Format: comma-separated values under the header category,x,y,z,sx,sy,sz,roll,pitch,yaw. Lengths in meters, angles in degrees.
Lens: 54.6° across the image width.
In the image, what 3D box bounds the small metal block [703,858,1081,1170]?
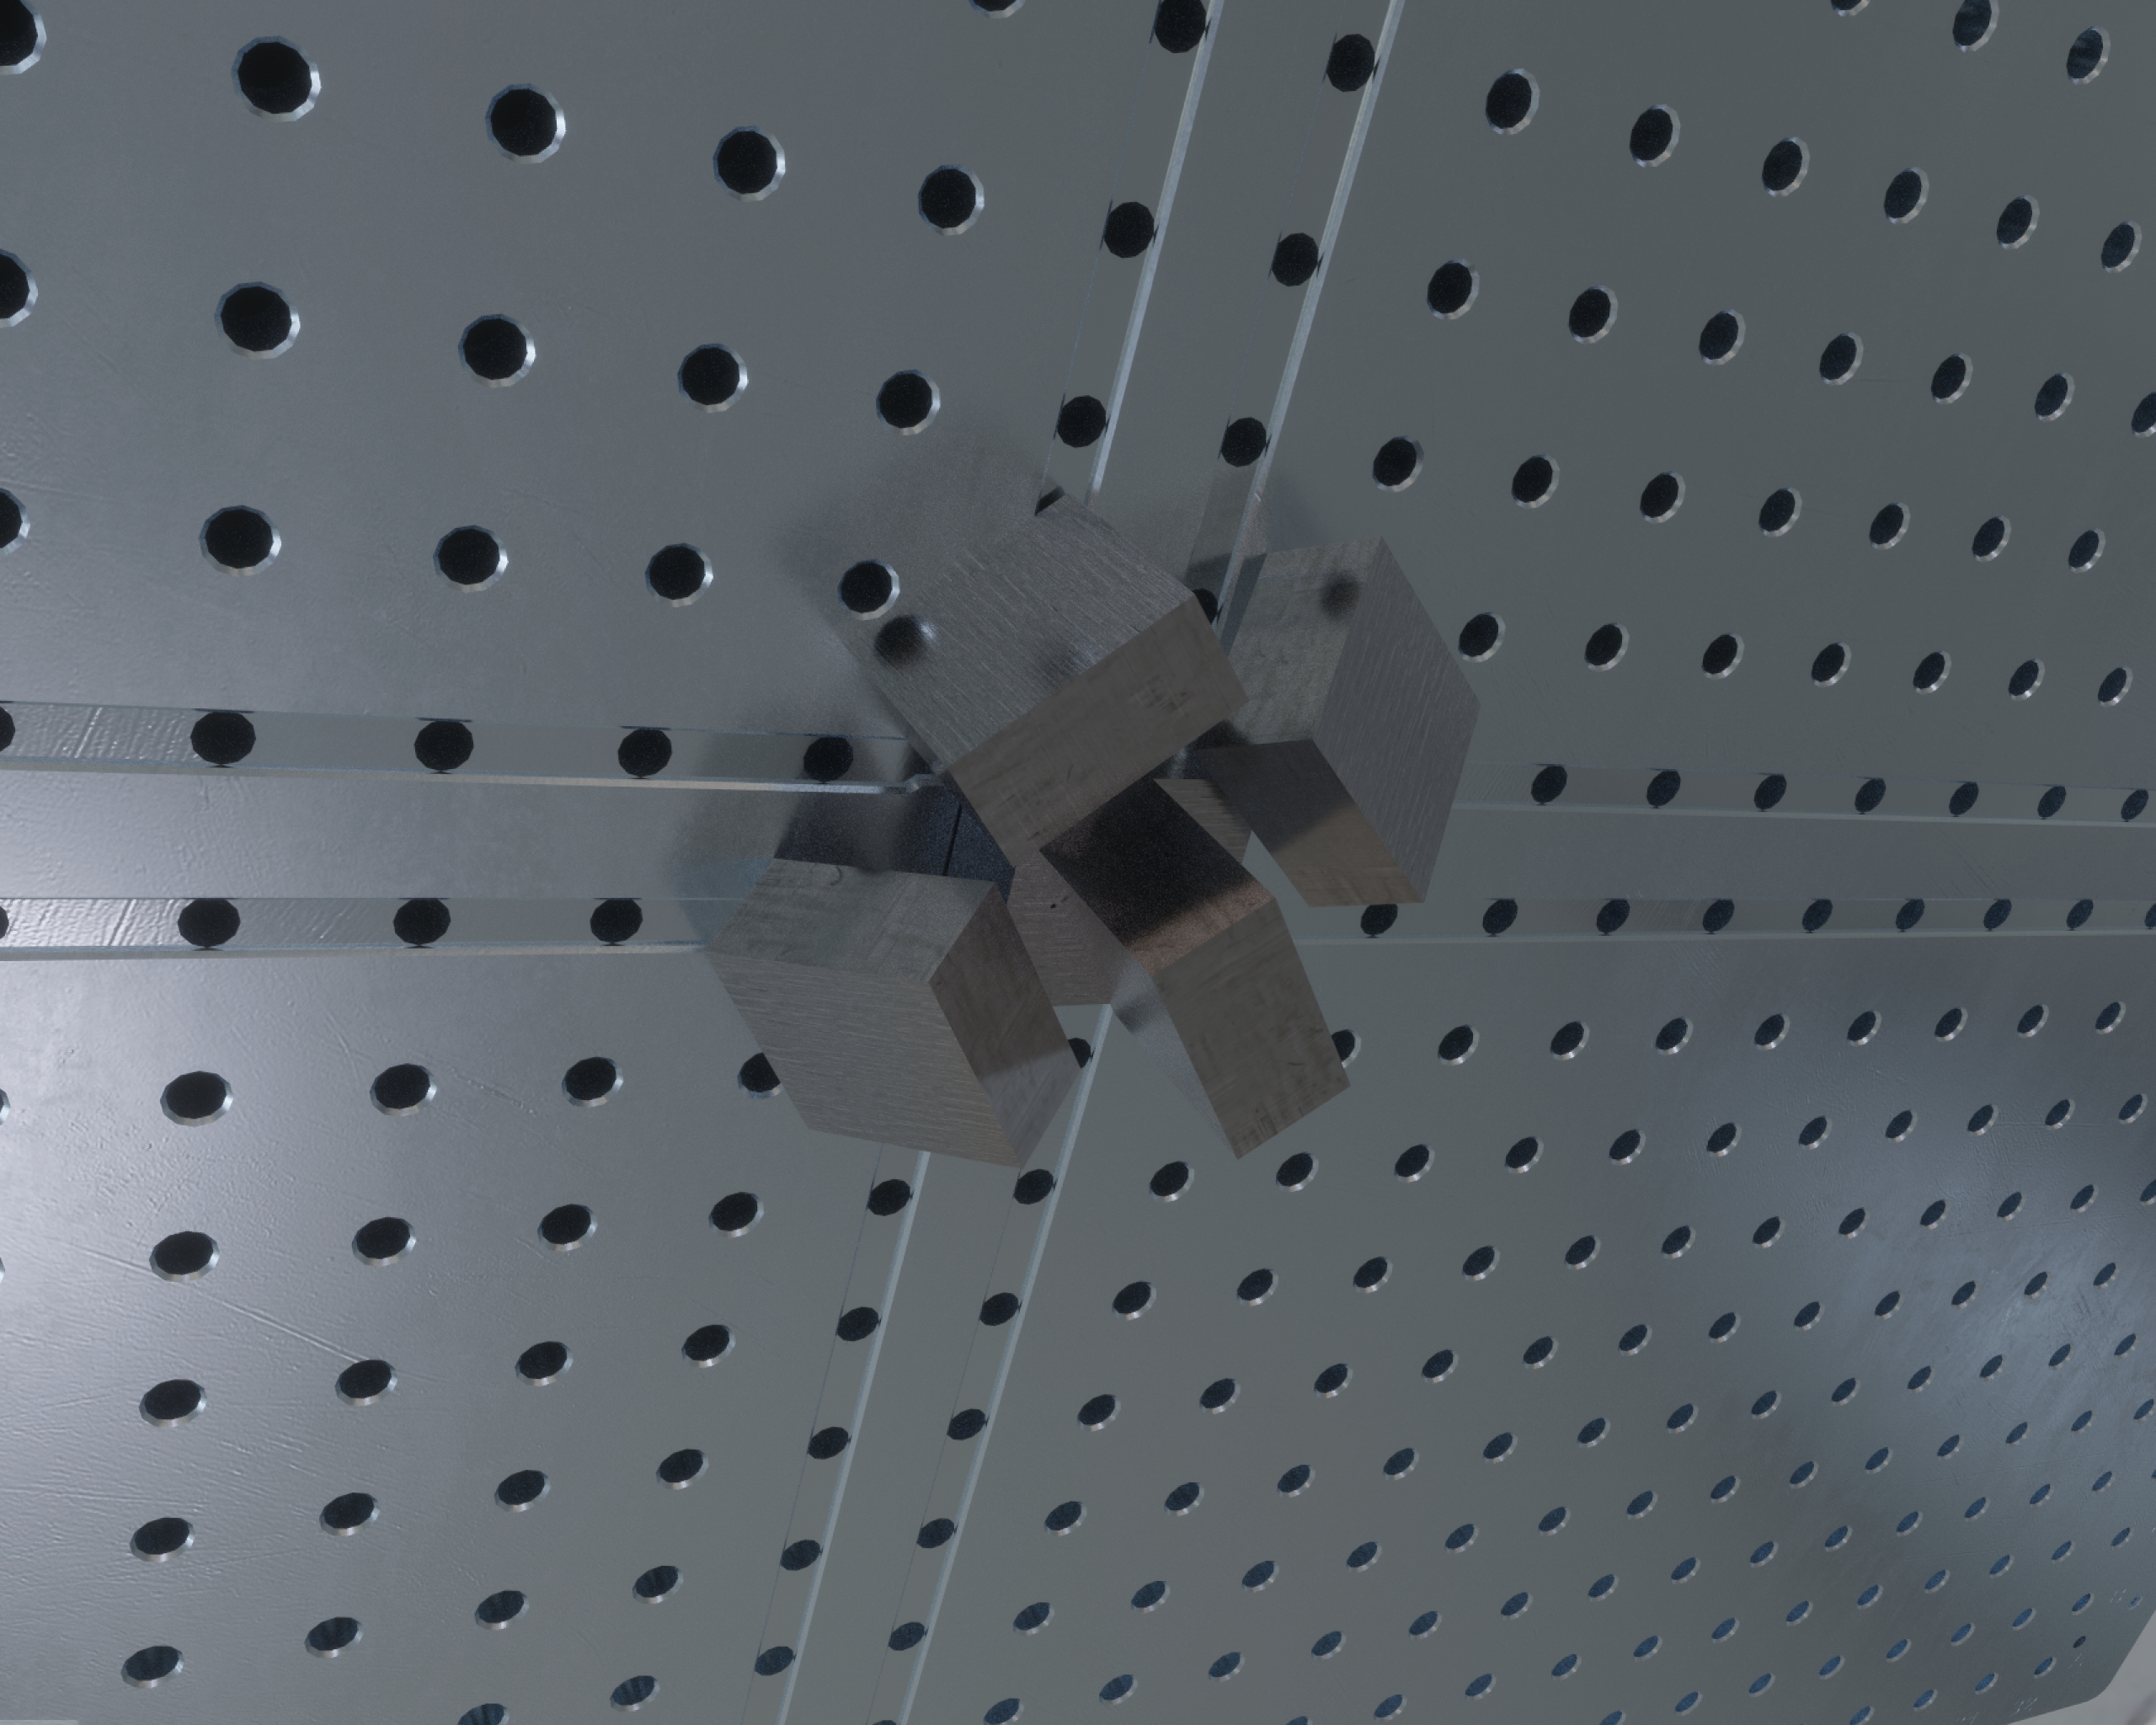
category,x,y,z,sx,sy,sz,roll,pitch,yaw
small metal block,-0.034,0.028,0.389,0.025,0.050,0.050,-58,140,-37

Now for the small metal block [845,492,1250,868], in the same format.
category,x,y,z,sx,sy,sz,roll,pitch,yaw
small metal block,-0.006,-0.034,0.370,0.050,0.050,0.025,-35,129,-5

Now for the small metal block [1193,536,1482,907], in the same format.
category,x,y,z,sx,sy,sz,roll,pitch,yaw
small metal block,0.052,-0.026,0.405,0.050,0.025,0.050,50,49,-39

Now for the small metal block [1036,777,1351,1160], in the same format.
category,x,y,z,sx,sy,sz,roll,pitch,yaw
small metal block,0.020,0.018,0.384,0.025,0.050,0.050,-32,129,-8

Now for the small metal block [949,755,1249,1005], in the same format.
category,x,y,z,sx,sy,sz,roll,pitch,yaw
small metal block,0.004,0.000,0.412,0.050,0.025,0.050,0,118,-30
